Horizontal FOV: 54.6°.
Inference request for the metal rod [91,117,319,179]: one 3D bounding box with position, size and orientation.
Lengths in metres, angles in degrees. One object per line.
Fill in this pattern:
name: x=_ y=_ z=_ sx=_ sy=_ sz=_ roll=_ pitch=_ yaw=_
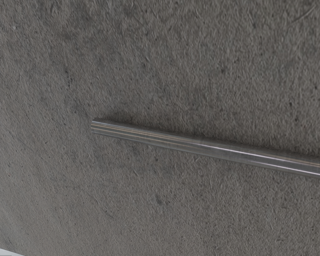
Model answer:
metal rod: x=0.043 y=0.021 z=0.397 sx=0.300 sy=0.025 sz=0.025 roll=10 pitch=123 yaw=23
